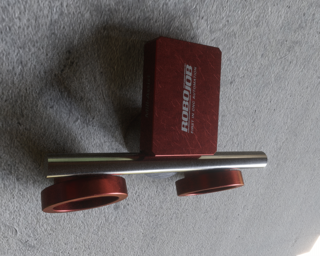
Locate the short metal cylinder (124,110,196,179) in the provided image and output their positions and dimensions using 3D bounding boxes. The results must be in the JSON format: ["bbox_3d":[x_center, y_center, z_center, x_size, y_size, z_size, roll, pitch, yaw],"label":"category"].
[{"bbox_3d":[0.000,0.019,0.406,0.081,0.050,0.079,-14,125,-21],"label":"short metal cylinder"}]

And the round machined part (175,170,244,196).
[{"bbox_3d":[0.071,0.072,0.460,0.099,0.042,0.098,-8,163,-2],"label":"round machined part"}]

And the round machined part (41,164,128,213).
[{"bbox_3d":[-0.091,0.070,0.371,0.099,0.042,0.098,-11,160,-4],"label":"round machined part"}]

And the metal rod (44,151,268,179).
[{"bbox_3d":[0.018,0.042,0.382,0.303,0.025,0.025,2,118,-30],"label":"metal rod"}]

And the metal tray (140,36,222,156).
[{"bbox_3d":[0.026,-0.034,0.365,0.091,0.030,0.129,2,91,-30],"label":"metal tray"}]
